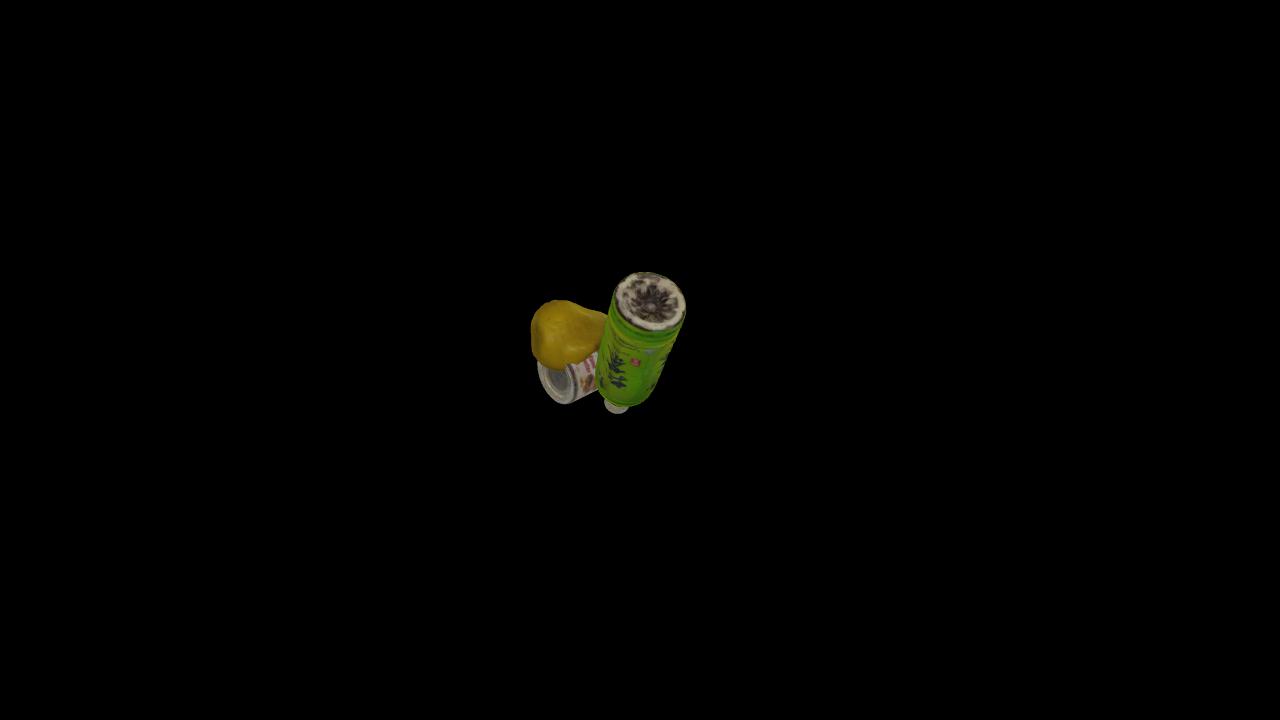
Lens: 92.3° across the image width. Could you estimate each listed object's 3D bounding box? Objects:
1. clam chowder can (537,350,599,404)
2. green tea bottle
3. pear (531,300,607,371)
[{"bbox_3d":[-0.058,0.003,0.706,0.102,0.068,0.068,-26,17,-39],"label":"clam chowder can"},{"bbox_3d":[-0.008,-0.003,0.639,0.073,0.073,0.212,0,-29,-11],"label":"green tea bottle"},{"bbox_3d":[-0.064,-0.027,0.683,0.111,0.080,0.080,-2,1,-22],"label":"pear"}]
